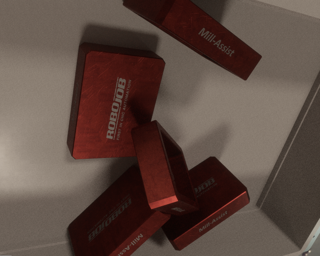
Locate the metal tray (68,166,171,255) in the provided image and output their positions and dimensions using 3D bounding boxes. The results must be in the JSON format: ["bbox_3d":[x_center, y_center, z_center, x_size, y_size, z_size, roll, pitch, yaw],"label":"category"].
[{"bbox_3d":[-0.058,0.125,0.413,0.130,0.090,0.030,-43,130,1],"label":"metal tray"}]

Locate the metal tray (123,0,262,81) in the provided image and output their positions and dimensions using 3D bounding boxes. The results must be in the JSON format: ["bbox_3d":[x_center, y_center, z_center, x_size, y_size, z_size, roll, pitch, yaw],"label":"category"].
[{"bbox_3d":[0.035,-0.101,0.324,0.131,0.090,0.030,21,107,-37],"label":"metal tray"}]

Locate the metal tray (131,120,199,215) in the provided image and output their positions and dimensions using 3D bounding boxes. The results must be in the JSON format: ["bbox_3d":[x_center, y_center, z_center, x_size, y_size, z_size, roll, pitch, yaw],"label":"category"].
[{"bbox_3d":[0.010,0.054,0.374,0.030,0.090,0.130,-20,157,10],"label":"metal tray"}]

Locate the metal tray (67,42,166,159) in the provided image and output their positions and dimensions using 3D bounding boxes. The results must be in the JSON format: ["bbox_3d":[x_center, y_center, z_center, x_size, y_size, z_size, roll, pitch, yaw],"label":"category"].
[{"bbox_3d":[-0.053,-0.027,0.361,0.091,0.030,0.129,0,118,-29],"label":"metal tray"}]

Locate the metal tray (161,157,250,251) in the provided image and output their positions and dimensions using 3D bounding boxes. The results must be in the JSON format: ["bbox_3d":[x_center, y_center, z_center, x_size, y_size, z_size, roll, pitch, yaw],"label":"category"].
[{"bbox_3d":[0.055,0.109,0.465,0.131,0.090,0.030,-32,129,-8],"label":"metal tray"}]
